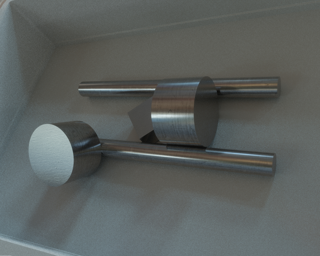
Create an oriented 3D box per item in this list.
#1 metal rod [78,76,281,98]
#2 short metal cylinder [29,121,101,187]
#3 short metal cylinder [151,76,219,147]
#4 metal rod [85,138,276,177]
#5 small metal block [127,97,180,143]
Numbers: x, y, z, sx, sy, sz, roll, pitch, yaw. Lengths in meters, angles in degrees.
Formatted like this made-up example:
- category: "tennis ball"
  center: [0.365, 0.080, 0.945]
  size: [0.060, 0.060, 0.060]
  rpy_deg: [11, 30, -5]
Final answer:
- category: "metal rod"
  center: [0.007, -0.055, 0.432]
  size: [0.300, 0.025, 0.025]
  rpy_deg: [3, 64, 29]
- category: "short metal cylinder"
  center: [-0.125, 0.032, 0.410]
  size: [0.080, 0.050, 0.079]
  rpy_deg: [4, 98, 29]
- category: "short metal cylinder"
  center: [0.032, -0.019, 0.363]
  size: [0.050, 0.080, 0.080]
  rpy_deg: [2, 63, 29]
- category: "metal rod"
  center: [-0.014, 0.031, 0.390]
  size: [0.300, 0.025, 0.025]
  rpy_deg: [3, 63, 29]
- category: "small metal block"
  center: [-0.009, -0.011, 0.414]
  size: [0.050, 0.025, 0.050]
  rpy_deg: [-33, 52, 6]
